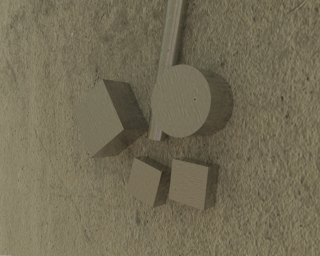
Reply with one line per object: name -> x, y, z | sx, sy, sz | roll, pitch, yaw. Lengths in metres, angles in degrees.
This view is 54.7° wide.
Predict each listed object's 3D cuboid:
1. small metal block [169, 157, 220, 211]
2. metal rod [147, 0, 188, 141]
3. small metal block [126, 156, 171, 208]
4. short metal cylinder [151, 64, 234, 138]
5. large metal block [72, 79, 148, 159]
small metal block -> 0.040, 0.065, 0.370 | 0.050, 0.025, 0.050 | 9, 96, 39
metal rod -> 0.018, -0.132, 0.388 | 0.025, 0.025, 0.298 | 15, 99, 39
small metal block -> -0.014, 0.071, 0.414 | 0.050, 0.025, 0.050 | 22, 104, 37
short metal cylinder -> 0.037, -0.029, 0.357 | 0.080, 0.050, 0.079 | 0, 90, 39
large metal block -> -0.072, -0.012, 0.446 | 0.080, 0.050, 0.080 | -38, 67, 33
